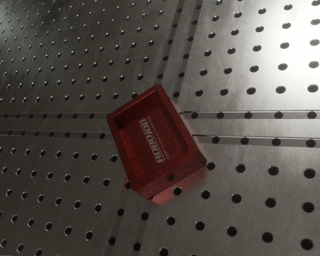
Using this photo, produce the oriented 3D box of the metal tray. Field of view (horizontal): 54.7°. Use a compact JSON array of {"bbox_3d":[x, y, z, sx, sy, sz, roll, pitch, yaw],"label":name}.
[{"bbox_3d":[-0.010,0.013,0.400,0.090,0.030,0.130,-32,52,7],"label":"metal tray"}]
